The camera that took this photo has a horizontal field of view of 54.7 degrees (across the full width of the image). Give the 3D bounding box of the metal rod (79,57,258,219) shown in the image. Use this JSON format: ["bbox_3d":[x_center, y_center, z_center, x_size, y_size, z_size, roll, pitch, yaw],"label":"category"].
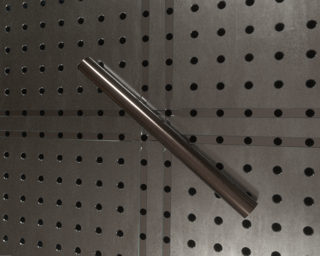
[{"bbox_3d":[0.001,0.004,0.411,0.300,0.025,0.025,41,103,15],"label":"metal rod"}]
